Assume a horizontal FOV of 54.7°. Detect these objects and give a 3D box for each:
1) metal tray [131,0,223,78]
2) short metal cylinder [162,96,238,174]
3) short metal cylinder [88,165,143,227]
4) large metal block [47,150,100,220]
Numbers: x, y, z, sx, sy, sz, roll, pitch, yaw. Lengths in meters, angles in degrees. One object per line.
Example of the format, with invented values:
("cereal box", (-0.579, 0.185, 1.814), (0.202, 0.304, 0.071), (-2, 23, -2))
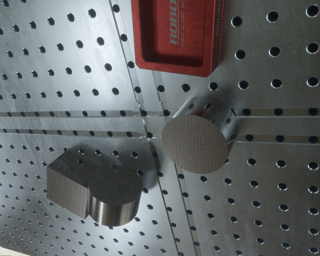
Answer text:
("metal tray", (0.017, -0.123, 0.322), (0.090, 0.030, 0.129), (12, 124, 21))
("short metal cylinder", (0.049, 0.008, 0.374), (0.080, 0.050, 0.079), (13, 124, 21))
("short metal cylinder", (-0.070, 0.103, 0.476), (0.080, 0.080, 0.050), (23, 127, 14))
("large metal block", (-0.144, 0.097, 0.531), (0.080, 0.050, 0.079), (25, 127, 12))
